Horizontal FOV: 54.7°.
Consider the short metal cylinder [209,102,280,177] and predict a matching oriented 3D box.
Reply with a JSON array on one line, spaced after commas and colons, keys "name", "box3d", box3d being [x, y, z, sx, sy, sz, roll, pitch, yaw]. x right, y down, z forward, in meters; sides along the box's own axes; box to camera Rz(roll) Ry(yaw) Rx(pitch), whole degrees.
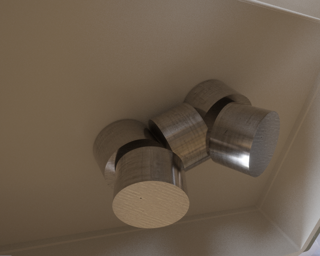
[{"name": "short metal cylinder", "box3d": [0.103, 0.013, 0.372, 0.081, 0.050, 0.079, -24, 123, -44]}]

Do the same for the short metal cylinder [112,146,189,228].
[{"name": "short metal cylinder", "box3d": [-0.010, 0.067, 0.344, 0.081, 0.050, 0.079, -2, 129, -2]}]

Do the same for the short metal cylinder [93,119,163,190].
[{"name": "short metal cylinder", "box3d": [-0.038, 0.036, 0.393, 0.081, 0.050, 0.079, -14, 125, -21]}]

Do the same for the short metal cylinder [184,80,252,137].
[{"name": "short metal cylinder", "box3d": [0.077, -0.019, 0.423, 0.081, 0.050, 0.079, -14, 125, -21]}]

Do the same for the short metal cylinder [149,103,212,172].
[{"name": "short metal cylinder", "box3d": [0.026, 0.014, 0.396, 0.050, 0.080, 0.080, -27, 128, -12]}]
